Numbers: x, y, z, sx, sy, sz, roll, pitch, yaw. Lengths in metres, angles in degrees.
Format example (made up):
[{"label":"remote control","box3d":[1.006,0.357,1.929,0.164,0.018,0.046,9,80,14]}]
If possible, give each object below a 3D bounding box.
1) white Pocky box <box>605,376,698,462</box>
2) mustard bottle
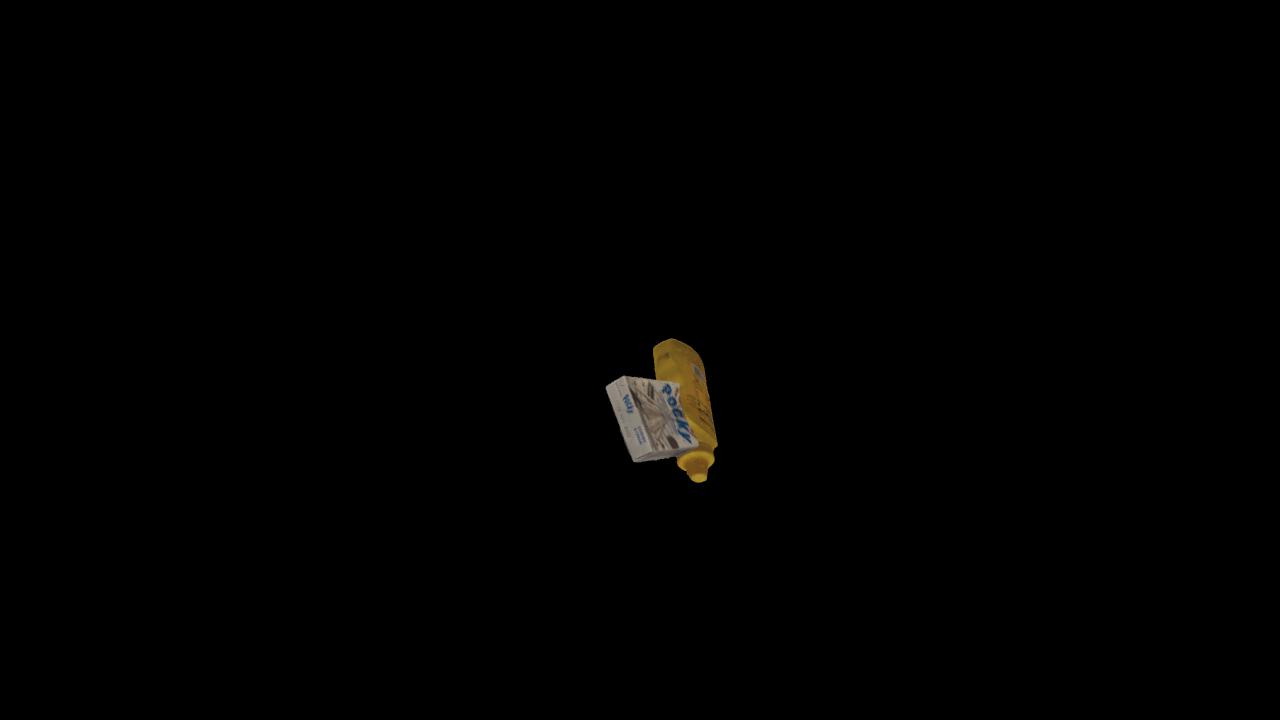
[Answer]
[{"label":"white Pocky box","box3d":[0.023,0.063,0.659,0.028,0.084,0.154,-29,-17,22]},{"label":"mustard bottle","box3d":[0.058,0.065,0.732,0.054,0.184,0.092,-23,-46,16]}]
